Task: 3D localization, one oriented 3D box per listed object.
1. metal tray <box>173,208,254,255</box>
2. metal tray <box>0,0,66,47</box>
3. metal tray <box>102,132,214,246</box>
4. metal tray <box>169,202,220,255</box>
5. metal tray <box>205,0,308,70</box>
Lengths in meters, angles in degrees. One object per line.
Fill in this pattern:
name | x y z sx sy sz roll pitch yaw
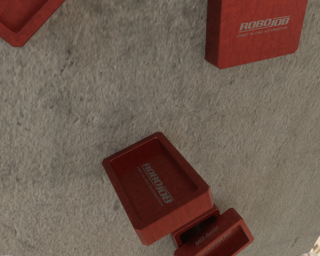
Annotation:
metal tray | 0.098 0.210 0.550 0.130 0.030 0.090 -37 130 -4
metal tray | -0.138 -0.140 0.241 0.090 0.030 0.130 -46 130 4
metal tray | -0.008 0.065 0.376 0.091 0.130 0.030 -27 128 -12
metal tray | 0.070 0.197 0.566 0.091 0.030 0.129 -27 128 -12
metal tray | 0.122 -0.132 0.391 0.131 0.030 0.089 -16 125 -20
